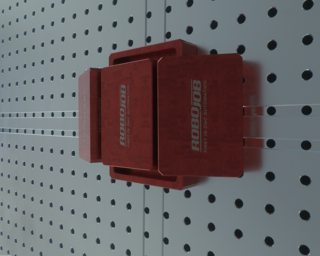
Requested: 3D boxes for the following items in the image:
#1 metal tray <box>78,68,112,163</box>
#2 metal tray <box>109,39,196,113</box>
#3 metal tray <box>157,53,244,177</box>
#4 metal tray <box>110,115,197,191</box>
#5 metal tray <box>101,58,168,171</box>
[{"bbox_3d":[-0.098,-0.017,0.461,0.090,0.030,0.129,180,90,-65],"label":"metal tray"},{"bbox_3d":[-0.014,-0.062,0.415,0.130,0.030,0.089,1,91,39],"label":"metal tray"},{"bbox_3d":[0.045,-0.013,0.343,0.090,0.030,0.129,-1,90,12],"label":"metal tray"},{"bbox_3d":[-0.013,0.029,0.415,0.130,0.030,0.089,1,91,39],"label":"metal tray"},{"bbox_3d":[-0.034,-0.016,0.392,0.090,0.030,0.129,0,90,39],"label":"metal tray"}]
